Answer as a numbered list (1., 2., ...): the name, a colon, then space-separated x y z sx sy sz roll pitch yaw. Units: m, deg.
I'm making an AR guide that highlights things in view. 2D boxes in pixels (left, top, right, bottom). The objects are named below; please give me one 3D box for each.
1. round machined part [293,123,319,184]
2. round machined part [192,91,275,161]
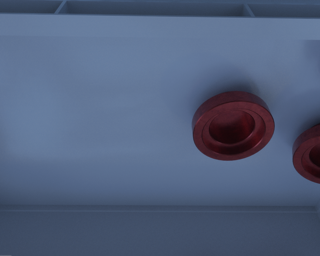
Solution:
1. round machined part: 0.230 0.030 0.414 0.098 0.042 0.097 11 134 12
2. round machined part: 0.089 -0.007 0.393 0.099 0.042 0.097 0 130 0
